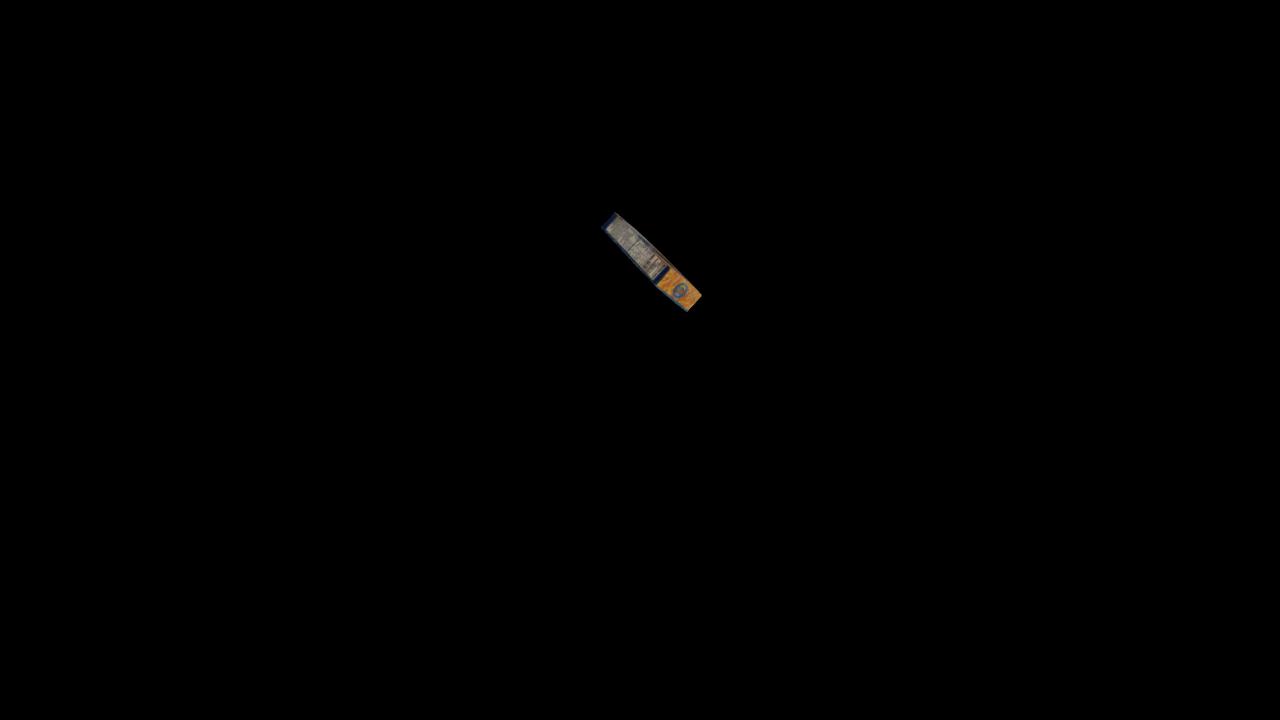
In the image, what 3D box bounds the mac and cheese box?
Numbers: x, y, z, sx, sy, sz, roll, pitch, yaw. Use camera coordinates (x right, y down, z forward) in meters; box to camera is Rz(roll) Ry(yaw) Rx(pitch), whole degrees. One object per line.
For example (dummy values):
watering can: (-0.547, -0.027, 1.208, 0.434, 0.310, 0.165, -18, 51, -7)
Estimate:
mac and cheese box: (0.016, -0.156, 0.967, 0.093, 0.041, 0.184, 34, 14, -49)
